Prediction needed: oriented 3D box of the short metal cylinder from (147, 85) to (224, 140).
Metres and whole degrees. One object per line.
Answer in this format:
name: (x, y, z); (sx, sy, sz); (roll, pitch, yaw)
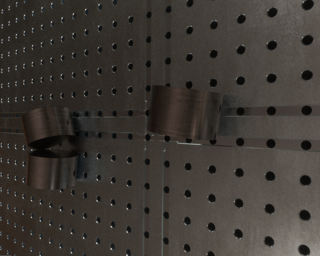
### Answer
short metal cylinder: (0.028, -0.018, 0.349); (0.080, 0.081, 0.050); (12, 98, 39)

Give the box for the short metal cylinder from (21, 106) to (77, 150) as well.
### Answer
short metal cylinder: (-0.188, 0.001, 0.525); (0.080, 0.081, 0.050); (-25, 74, 37)

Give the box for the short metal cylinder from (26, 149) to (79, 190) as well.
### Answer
short metal cylinder: (-0.180, 0.067, 0.519); (0.080, 0.081, 0.050); (9, 96, 39)
